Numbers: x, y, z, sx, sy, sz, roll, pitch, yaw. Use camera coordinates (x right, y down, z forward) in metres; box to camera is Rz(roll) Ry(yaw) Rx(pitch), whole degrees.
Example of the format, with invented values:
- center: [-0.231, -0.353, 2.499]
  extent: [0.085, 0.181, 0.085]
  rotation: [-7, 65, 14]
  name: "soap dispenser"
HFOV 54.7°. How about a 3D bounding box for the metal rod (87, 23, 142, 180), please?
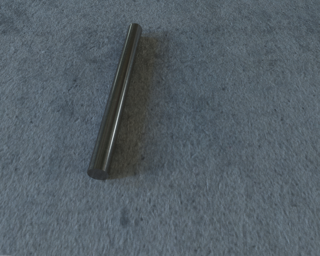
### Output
- center: [-0.058, -0.061, 0.453]
  extent: [0.025, 0.025, 0.300]
  rotation: [4, 50, 3]
  name: "metal rod"
